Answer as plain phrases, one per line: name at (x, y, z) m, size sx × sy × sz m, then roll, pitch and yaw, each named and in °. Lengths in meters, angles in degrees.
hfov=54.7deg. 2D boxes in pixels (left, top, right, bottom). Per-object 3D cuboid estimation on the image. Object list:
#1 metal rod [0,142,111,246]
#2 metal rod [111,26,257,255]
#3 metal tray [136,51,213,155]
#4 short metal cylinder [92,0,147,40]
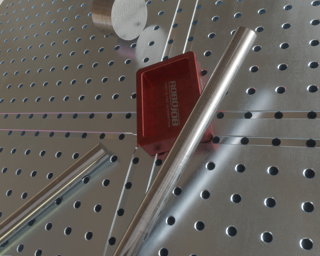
metal rod at (-0.192, 0.124, 0.430) m, size 0.300 × 0.025 × 0.025 m, roll -39°, pitch 51°, yaw 1°
metal rod at (0.027, 0.022, 0.346) m, size 0.025 × 0.025 × 0.299 m, roll 27°, pitch 86°, yaw 37°
metal tray at (0.015, -0.035, 0.417) m, size 0.090 × 0.030 × 0.130 m, roll -16°, pitch 55°, yaw 18°
short metal cylinder at (-0.068, -0.194, 0.525) m, size 0.050 × 0.080 × 0.080 m, roll 24°, pitch 75°, yaw 36°
